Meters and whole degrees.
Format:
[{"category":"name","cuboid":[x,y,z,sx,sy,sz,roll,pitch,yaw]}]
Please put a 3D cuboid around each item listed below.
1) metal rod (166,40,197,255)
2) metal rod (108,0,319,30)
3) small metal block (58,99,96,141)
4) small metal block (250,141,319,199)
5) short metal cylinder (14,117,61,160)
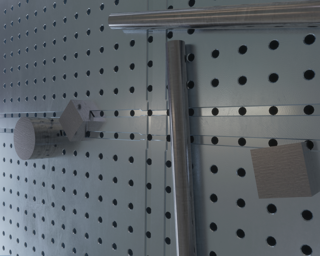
[{"category":"metal rod","cuboid":[0.027,0.041,0.386,0.025,0.025,0.298,-5,87,40]},{"category":"metal rod","cuboid":[0.045,-0.132,0.371,0.300,0.025,0.025,14,99,39]},{"category":"small metal block","cuboid":[-0.142,-0.013,0.526,0.050,0.025,0.050,-50,61,28]},{"category":"small metal block","cuboid":[0.123,0.042,0.308,0.050,0.025,0.050,-14,81,39]},{"category":"short metal cylinder","cuboid":[-0.233,0.019,0.586,0.080,0.050,0.079,0,90,40]}]
